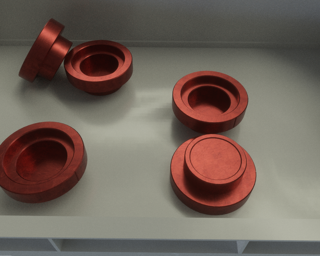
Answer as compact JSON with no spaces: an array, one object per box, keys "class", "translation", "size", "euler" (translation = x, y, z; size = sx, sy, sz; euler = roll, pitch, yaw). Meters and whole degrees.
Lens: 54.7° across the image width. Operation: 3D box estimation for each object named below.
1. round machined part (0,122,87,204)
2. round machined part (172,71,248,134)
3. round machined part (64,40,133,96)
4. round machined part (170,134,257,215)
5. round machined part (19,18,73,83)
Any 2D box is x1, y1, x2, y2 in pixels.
[{"class":"round machined part","translation":[-0.133,0.043,0.357],"size":[0.099,0.042,0.098],"euler":[0,50,0]},{"class":"round machined part","translation":[0.065,-0.030,0.420],"size":[0.099,0.042,0.098],"euler":[0,50,0]},{"class":"round machined part","translation":[-0.090,-0.086,0.465],"size":[0.099,0.042,0.098],"euler":[1,50,-1]},{"class":"round machined part","translation":[0.061,0.046,0.356],"size":[0.099,0.042,0.098],"euler":[0,50,0]},{"class":"round machined part","translation":[-0.165,-0.109,0.460],"size":[0.042,0.098,0.098],"euler":[30,47,-21]}]
